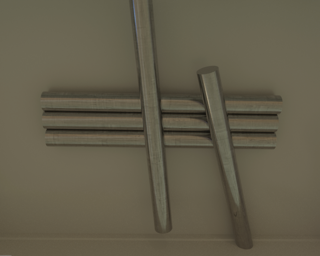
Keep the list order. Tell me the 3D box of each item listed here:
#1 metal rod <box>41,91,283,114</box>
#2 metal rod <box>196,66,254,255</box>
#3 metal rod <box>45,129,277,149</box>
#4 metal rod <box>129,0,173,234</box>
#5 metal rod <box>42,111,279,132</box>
[{"bbox_3d":[0.003,-0.032,0.398,0.302,0.025,0.025,1,110,-1],"label":"metal rod"},{"bbox_3d":[0.093,0.062,0.413,0.025,0.025,0.298,-15,117,5],"label":"metal rod"},{"bbox_3d":[0.002,0.014,0.415,0.302,0.025,0.025,1,110,-1],"label":"metal rod"},{"bbox_3d":[-0.008,0.001,0.383,0.025,0.025,0.298,-5,110,1],"label":"metal rod"},{"bbox_3d":[0.002,-0.009,0.407,0.302,0.025,0.025,1,110,-1],"label":"metal rod"}]
